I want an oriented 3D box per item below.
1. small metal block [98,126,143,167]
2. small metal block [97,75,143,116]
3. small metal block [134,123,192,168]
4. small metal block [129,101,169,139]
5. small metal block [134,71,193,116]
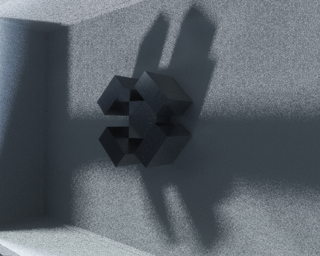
[{"bbox_3d":[-0.048,0.024,0.428,0.050,0.050,0.025,53,122,27],"label":"small metal block"},{"bbox_3d":[-0.050,-0.043,0.429,0.050,0.050,0.025,-50,60,29],"label":"small metal block"},{"bbox_3d":[0.004,0.021,0.384,0.025,0.050,0.050,47,117,28],"label":"small metal block"},{"bbox_3d":[-0.015,-0.011,0.417,0.050,0.025,0.050,1,91,40],"label":"small metal block"},{"bbox_3d":[0.005,-0.042,0.384,0.025,0.050,0.050,-52,61,27],"label":"small metal block"}]
